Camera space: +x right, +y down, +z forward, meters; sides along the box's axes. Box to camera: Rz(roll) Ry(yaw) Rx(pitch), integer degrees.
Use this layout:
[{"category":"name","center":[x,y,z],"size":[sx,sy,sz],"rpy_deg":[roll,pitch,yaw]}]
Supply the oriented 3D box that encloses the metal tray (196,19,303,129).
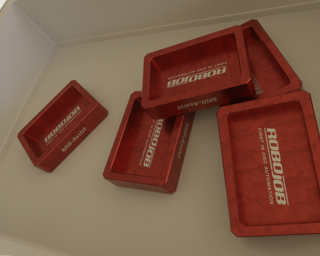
[{"category":"metal tray","center":[0.106,-0.070,0.389],"size":[0.090,0.030,0.130],"rpy_deg":[-25,53,12]}]

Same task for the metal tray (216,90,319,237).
[{"category":"metal tray","center":[0.110,0.036,0.302],"size":[0.090,0.030,0.129],"rpy_deg":[-11,71,22]}]

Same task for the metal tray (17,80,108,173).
[{"category":"metal tray","center":[-0.154,-0.006,0.487],"size":[0.130,0.030,0.090],"rpy_deg":[-46,51,-4]}]

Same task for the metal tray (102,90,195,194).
[{"category":"metal tray","center":[-0.011,0.013,0.399],"size":[0.090,0.030,0.130],"rpy_deg":[2,63,29]}]

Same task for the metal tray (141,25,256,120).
[{"category":"metal tray","center":[0.043,-0.067,0.381],"size":[0.130,0.030,0.090],"rpy_deg":[-13,56,21]}]
